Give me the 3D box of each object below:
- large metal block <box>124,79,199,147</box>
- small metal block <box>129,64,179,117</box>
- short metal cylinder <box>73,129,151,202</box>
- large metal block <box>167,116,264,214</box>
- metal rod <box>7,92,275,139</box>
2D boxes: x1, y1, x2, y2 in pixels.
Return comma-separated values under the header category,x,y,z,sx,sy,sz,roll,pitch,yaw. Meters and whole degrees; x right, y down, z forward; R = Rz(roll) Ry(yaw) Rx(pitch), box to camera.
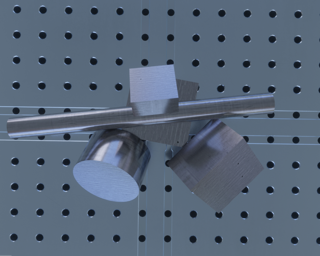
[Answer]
category,x,y,z,sx,sy,sz,roll,pitch,yaw
large metal block,0.000,-0.023,0.397,0.080,0.050,0.080,11,90,0
small metal block,-0.007,-0.042,0.348,0.050,0.025,0.050,-6,55,0
short metal cylinder,-0.057,0.046,0.376,0.080,0.079,0.050,19,47,0
large metal block,0.069,0.046,0.376,0.080,0.050,0.080,-45,134,0
metal rod,-0.021,-0.014,0.360,0.302,0.025,0.025,-6,90,0
